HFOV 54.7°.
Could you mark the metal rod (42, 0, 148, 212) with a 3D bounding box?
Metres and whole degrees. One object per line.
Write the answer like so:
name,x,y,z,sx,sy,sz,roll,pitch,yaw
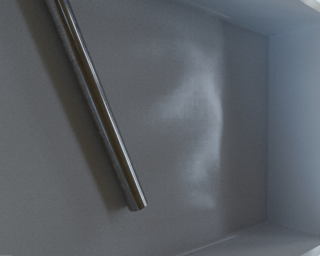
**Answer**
metal rod,-0.075,-0.039,0.345,0.025,0.025,0.298,-31,110,-36
